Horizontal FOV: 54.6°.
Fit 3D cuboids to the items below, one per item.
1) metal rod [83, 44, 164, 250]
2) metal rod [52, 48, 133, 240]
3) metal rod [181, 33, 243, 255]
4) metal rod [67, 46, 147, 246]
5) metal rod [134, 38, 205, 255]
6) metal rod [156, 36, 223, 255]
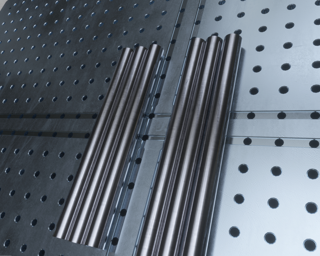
[{"bbox_3d":[-0.042,0.008,0.426,0.025,0.025,0.300,1,62,29],"label":"metal rod"},{"bbox_3d":[-0.087,0.007,0.450,0.025,0.025,0.300,1,62,29],"label":"metal rod"},{"bbox_3d":[0.066,0.009,0.368,0.025,0.025,0.300,1,62,29],"label":"metal rod"},{"bbox_3d":[-0.064,0.008,0.437,0.025,0.025,0.300,1,62,29],"label":"metal rod"},{"bbox_3d":[0.021,0.008,0.393,0.025,0.025,0.300,1,62,29],"label":"metal rod"},{"bbox_3d":[0.042,0.009,0.381,0.025,0.025,0.300,1,62,29],"label":"metal rod"}]
